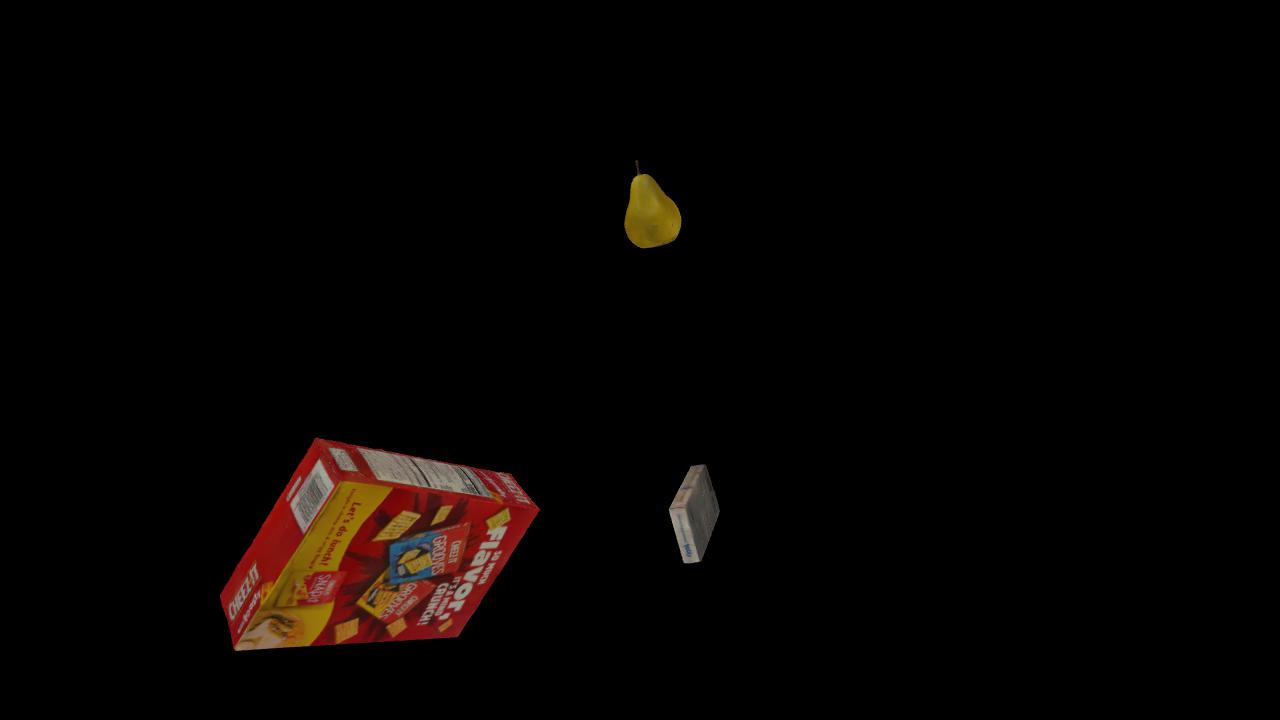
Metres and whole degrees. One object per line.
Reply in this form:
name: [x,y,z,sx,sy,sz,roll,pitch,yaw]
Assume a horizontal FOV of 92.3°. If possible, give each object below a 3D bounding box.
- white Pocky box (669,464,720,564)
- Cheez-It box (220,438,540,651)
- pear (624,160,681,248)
white Pocky box: [0.081,0.218,0.890,0.028,0.084,0.154,-13,9,19]
Cheez-It box: [-0.222,0.172,0.562,0.071,0.166,0.223,38,7,39]
pear: [0.010,-0.205,0.813,0.080,0.111,0.080,-13,6,1]
